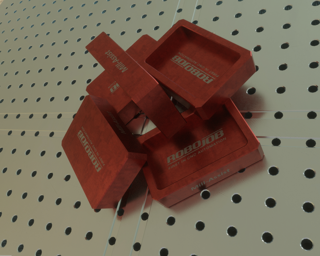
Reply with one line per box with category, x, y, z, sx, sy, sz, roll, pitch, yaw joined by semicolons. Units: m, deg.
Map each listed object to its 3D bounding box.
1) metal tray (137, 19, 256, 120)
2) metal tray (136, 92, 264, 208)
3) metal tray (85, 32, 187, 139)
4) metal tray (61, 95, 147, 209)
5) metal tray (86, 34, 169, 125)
metal tray;0.041;-0.079;0.392;0.090;0.030;0.130;-45;51;-4
metal tray;0.041;0.024;0.366;0.130;0.030;0.090;-29;52;9
metal tray;-0.030;-0.052;0.373;0.030;0.090;0.130;-42;51;0
metal tray;-0.078;0.028;0.403;0.090;0.030;0.130;-57;48;20
metal tray;-0.040;-0.074;0.469;0.130;0.030;0.090;-43;51;-2
